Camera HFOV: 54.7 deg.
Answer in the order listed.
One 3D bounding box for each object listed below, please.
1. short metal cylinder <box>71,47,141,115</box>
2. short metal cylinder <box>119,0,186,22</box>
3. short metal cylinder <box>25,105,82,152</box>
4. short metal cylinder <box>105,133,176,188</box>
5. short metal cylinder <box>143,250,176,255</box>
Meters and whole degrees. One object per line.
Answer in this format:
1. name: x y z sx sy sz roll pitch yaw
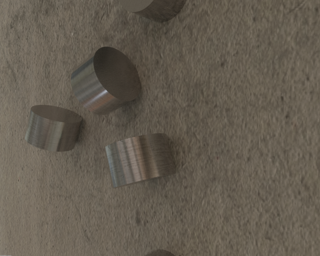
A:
1. short metal cylinder: -0.073 -0.064 0.427 0.050 0.081 0.080 -26 74 37
2. short metal cylinder: -0.009 -0.182 0.394 0.080 0.050 0.079 0 90 39
3. short metal cylinder: -0.175 -0.001 0.510 0.080 0.081 0.050 29 108 36
4. short metal cylinder: -0.025 0.042 0.388 0.080 0.081 0.050 -22 77 37
5. short metal cylinder: -0.008 0.203 0.393 0.080 0.050 0.079 0 90 39
